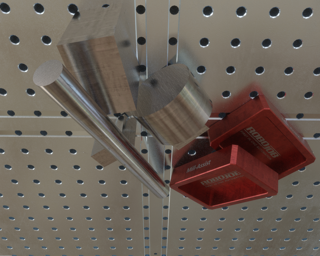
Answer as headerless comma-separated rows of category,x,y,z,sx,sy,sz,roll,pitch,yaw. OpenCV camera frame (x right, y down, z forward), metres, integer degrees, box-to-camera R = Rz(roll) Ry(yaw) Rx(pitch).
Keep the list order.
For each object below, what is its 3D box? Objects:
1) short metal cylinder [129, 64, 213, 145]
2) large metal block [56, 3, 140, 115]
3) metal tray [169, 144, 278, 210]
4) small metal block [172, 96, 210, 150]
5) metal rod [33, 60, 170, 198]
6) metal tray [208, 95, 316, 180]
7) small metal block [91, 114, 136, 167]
short metal cylinder,0.012,-0.027,0.352,0.080,0.080,0.050,-28,125,21
large metal block,-0.056,-0.070,0.316,0.050,0.080,0.080,-8,130,7
metal tray,0.088,0.076,0.444,0.090,0.030,0.129,33,142,-23
small metal block,0.032,-0.009,0.388,0.025,0.050,0.050,37,121,-27
metal rod,-0.041,0.028,0.358,0.025,0.025,0.300,-14,149,12
metal tray,0.141,0.024,0.429,0.090,0.030,0.130,-36,122,26
small metal block,-0.060,0.016,0.408,0.050,0.050,0.025,-29,125,22
